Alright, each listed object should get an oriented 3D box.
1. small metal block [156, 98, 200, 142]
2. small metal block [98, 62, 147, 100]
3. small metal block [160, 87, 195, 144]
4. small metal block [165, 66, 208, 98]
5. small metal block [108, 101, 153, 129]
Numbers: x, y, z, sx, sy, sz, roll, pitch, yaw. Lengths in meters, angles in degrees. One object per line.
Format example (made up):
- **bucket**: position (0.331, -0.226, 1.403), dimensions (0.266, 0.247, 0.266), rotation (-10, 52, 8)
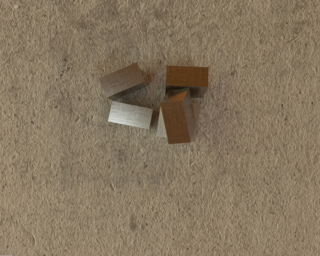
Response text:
- **small metal block**: position (0.024, -0.010, 0.410), dimensions (0.050, 0.025, 0.050), rotation (8, 90, 0)
- **small metal block**: position (-0.046, -0.058, 0.397), dimensions (0.050, 0.050, 0.025), rotation (-23, 90, 0)
- **small metal block**: position (0.023, -0.015, 0.363), dimensions (0.025, 0.050, 0.050), rotation (-6, 112, 16)
- **small metal block**: position (0.033, -0.058, 0.396), dimensions (0.050, 0.050, 0.025), rotation (2, 80, 0)
- **small metal block**: position (-0.035, -0.016, 0.397), dimensions (0.050, 0.050, 0.025), rotation (11, 90, 0)
